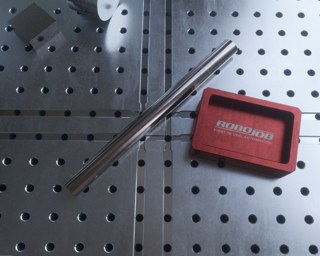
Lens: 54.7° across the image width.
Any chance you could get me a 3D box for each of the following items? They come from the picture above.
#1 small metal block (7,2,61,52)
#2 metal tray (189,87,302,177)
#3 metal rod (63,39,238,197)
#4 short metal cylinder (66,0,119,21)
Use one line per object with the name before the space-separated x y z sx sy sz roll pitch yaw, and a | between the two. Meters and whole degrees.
small metal block | -0.188 -0.152 0.465 0.050 0.025 0.050 41 75 13
metal tray | 0.112 0.005 0.408 0.131 0.030 0.090 14 70 4
metal rod | -0.003 -0.022 0.419 0.301 0.025 0.025 -42 76 -14
short metal cylinder | -0.096 -0.206 0.457 0.050 0.080 0.080 22 71 7
